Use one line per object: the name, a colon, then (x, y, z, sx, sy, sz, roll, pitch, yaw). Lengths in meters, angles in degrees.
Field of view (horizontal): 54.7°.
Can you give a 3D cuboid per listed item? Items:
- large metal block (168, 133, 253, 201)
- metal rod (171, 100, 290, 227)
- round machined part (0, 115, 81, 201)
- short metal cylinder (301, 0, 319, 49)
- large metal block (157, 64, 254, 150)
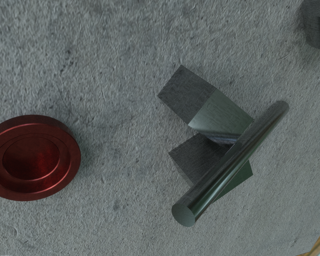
large metal block: (0.071, 0.051, 0.444, 0.080, 0.080, 0.050, -33, 129, -7)
metal rod: (0.109, 0.023, 0.390, 0.302, 0.025, 0.025, -33, 136, -46)
round machined part: (-0.140, 0.028, 0.337, 0.099, 0.042, 0.097, -14, 125, -21)
short metal cylinder: (0.234, -0.148, 0.410, 0.080, 0.080, 0.050, -35, 129, -5)
large metal block: (0.056, -0.026, 0.387, 0.080, 0.080, 0.050, 31, 101, -38)
